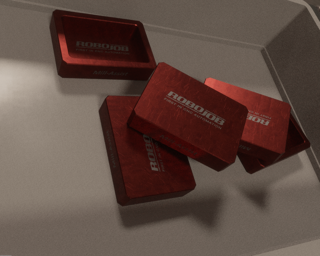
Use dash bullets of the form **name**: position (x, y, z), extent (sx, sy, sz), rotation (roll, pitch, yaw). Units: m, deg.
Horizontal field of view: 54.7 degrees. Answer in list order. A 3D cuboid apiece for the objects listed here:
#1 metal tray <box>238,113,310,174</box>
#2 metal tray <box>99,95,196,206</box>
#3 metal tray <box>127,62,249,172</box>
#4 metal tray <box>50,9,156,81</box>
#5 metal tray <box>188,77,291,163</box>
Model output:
- **metal tray**: position (0.169, 0.011, 0.489), extent (0.131, 0.030, 0.090), rotation (-14, 69, -34)
- **metal tray**: position (-0.017, 0.023, 0.381), extent (0.091, 0.030, 0.130), rotation (-2, 63, -29)
- **metal tray**: position (0.038, -0.015, 0.382), extent (0.131, 0.030, 0.090), rotation (28, 57, -5)
- **metal tray**: position (-0.078, -0.113, 0.430), extent (0.131, 0.030, 0.090), rotation (-3, 63, -30)
- **metal tray**: position (0.114, -0.014, 0.444), extent (0.131, 0.030, 0.090), rotation (19, 57, 5)
